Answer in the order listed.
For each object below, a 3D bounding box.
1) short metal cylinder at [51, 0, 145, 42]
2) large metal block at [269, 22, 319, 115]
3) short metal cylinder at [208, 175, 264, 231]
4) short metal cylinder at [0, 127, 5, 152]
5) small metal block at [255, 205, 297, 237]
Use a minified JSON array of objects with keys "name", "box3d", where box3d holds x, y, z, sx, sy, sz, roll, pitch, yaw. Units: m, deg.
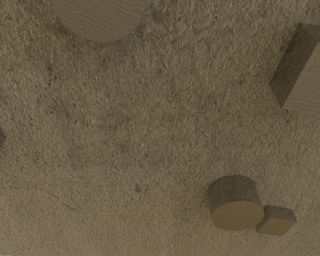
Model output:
[{"name":"short metal cylinder","box3d":[-0.053,-0.126,0.282,0.081,0.050,0.079,0,130,0]},{"name":"large metal block","box3d":[0.181,-0.062,0.340,0.081,0.050,0.079,8,130,-7]},{"name":"short metal cylinder","box3d":[0.119,0.120,0.494,0.081,0.050,0.079,0,130,0]},{"name":"short metal cylinder","box3d":[-0.256,0.023,0.407,0.081,0.050,0.079,0,130,0]},{"name":"small metal block","box3d":[0.204,0.165,0.550,0.050,0.025,0.050,12,129,-10]}]
